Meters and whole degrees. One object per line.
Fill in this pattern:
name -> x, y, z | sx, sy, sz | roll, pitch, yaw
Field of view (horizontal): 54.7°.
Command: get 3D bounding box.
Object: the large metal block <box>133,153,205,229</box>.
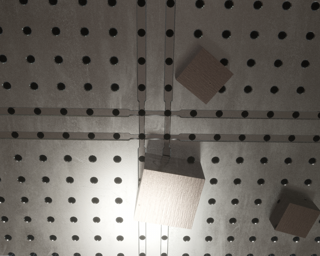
large metal block -> 0.011, 0.087, 0.432 | 0.081, 0.050, 0.079 | 10, 110, -4

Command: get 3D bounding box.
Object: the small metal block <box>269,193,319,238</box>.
small metal block -> 0.202, 0.132, 0.465 | 0.050, 0.025, 0.050 | 17, 109, -7

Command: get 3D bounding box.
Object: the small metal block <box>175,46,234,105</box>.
small metal block -> 0.055, -0.067, 0.390 | 0.050, 0.025, 0.050 | 38, 106, -13
